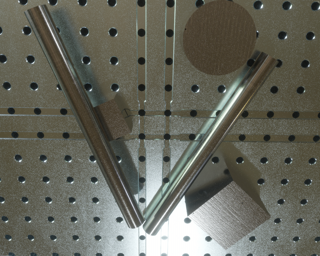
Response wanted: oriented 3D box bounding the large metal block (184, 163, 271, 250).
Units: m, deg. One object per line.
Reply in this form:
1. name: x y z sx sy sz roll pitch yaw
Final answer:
1. large metal block: 0.094 0.112 0.443 0.080 0.050 0.080 -42 105 13

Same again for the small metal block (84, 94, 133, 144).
1. small metal block: -0.070 -0.010 0.409 0.050 0.025 0.050 -23 109 7

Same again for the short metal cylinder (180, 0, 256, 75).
1. short metal cylinder: 0.065 -0.106 0.362 0.081 0.050 0.079 0 110 -1

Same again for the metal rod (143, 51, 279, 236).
1. metal rod: 0.060 0.033 0.426 0.025 0.025 0.298 29 107 -11

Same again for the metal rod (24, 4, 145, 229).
1. metal rod: -0.084 0.001 0.386 0.025 0.025 0.298 -19 109 6
